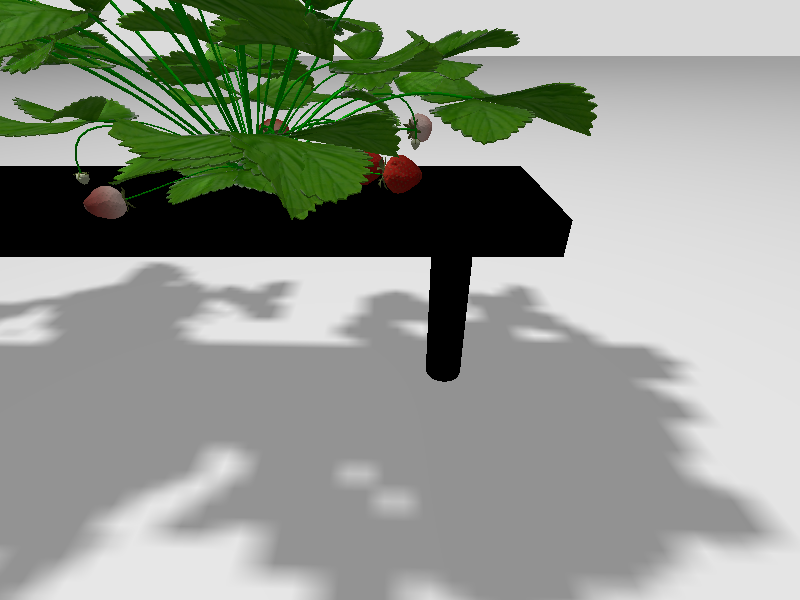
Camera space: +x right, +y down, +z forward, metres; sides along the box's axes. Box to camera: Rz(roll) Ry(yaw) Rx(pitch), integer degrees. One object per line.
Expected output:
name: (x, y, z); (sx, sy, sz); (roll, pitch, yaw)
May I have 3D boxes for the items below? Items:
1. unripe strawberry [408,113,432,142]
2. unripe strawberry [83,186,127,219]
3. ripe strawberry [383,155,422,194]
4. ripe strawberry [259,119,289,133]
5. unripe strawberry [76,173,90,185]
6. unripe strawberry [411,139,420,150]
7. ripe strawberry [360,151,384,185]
unripe strawberry: (0.028, -0.216, 0.502); (0.032, 0.033, 0.034); (24, 39, 32)
unripe strawberry: (-0.208, -0.068, 0.282); (0.024, 0.023, 0.022); (-27, 42, -34)
ripe strawberry: (0.003, -0.102, 0.325); (0.031, 0.030, 0.034); (6, 33, 8)
ripe strawberry: (-0.147, -0.195, 0.466); (0.037, 0.032, 0.037); (-5, 33, -7)
unripe strawberry: (-0.271, -0.104, 0.343); (0.010, 0.010, 0.009); (-1, 33, -2)
unripe strawberry: (0.017, -0.173, 0.444); (0.011, 0.011, 0.010); (-24, 40, -32)
ripe strawberry: (-0.032, -0.115, 0.343); (0.038, 0.032, 0.038); (0, 33, 0)
